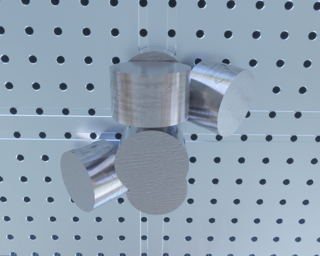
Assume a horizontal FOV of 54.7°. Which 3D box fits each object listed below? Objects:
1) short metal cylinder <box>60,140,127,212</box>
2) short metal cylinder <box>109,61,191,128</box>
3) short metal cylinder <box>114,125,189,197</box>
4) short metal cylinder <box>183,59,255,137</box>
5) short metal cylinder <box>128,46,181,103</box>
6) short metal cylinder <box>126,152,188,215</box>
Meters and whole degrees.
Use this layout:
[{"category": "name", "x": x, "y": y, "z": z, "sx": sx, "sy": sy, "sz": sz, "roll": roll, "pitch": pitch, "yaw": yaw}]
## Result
[{"category": "short metal cylinder", "x": -0.085, "y": 0.060, "z": 0.399, "sx": 0.050, "sy": 0.080, "sz": 0.079, "roll": -20, "pitch": 117, "yaw": -40}, {"category": "short metal cylinder", "x": -0.010, "y": -0.037, "z": 0.315, "sx": 0.081, "sy": 0.080, "sz": 0.050, "roll": 0, "pitch": 110, "yaw": 0}, {"category": "short metal cylinder", "x": -0.009, "y": 0.031, "z": 0.357, "sx": 0.081, "sy": 0.050, "sz": 0.079, "roll": 0, "pitch": 110, "yaw": 0}, {"category": "short metal cylinder", "x": 0.068, "y": -0.036, "z": 0.364, "sx": 0.050, "sy": 0.081, "sz": 0.079, "roll": 25, "pitch": 114, "yaw": 34}, {"category": "short metal cylinder", "x": -0.008, "y": -0.056, "z": 0.379, "sx": 0.081, "sy": 0.050, "sz": 0.079, "roll": 0, "pitch": 111, "yaw": 0}, {"category": "short metal cylinder", "x": -0.005, "y": 0.071, "z": 0.425, "sx": 0.081, "sy": 0.050, "sz": 0.079, "roll": 0, "pitch": 111, "yaw": -1}]
